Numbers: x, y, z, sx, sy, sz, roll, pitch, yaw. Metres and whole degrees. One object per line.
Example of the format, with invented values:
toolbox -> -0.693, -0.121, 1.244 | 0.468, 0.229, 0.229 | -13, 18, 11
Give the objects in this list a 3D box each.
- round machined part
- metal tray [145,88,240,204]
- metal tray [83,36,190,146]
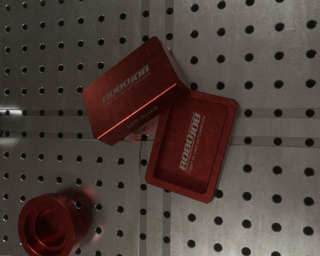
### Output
round machined part -> -0.155, 0.144, 0.457 | 0.098, 0.042, 0.097 | 0, 90, 19
metal tray -> 0.040, 0.019, 0.394 | 0.090, 0.030, 0.129 | 16, 95, 19
metal tray -> -0.036, -0.047, 0.403 | 0.130, 0.030, 0.090 | -34, 54, 16
